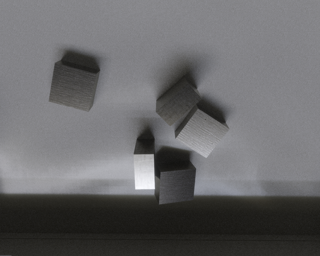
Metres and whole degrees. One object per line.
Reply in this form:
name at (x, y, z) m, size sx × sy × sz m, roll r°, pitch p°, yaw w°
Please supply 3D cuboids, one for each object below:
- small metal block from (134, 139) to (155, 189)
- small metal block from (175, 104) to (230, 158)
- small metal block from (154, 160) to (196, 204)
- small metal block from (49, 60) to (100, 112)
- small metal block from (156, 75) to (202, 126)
small metal block at (-0.020, 0.047, 0.415) m, size 0.025 × 0.050 × 0.050 m, roll -1°, pitch 110°, yaw 1°
small metal block at (0.055, 0.003, 0.413) m, size 0.050 × 0.025 × 0.050 m, roll 32°, pitch 107°, yaw -11°
small metal block at (0.021, 0.075, 0.433) m, size 0.050 × 0.025 × 0.050 m, roll -3°, pitch 111°, yaw -16°
small metal block at (-0.108, -0.053, 0.391) m, size 0.050 × 0.025 × 0.050 m, roll 15°, pitch 109°, yaw -6°
small metal block at (0.022, -0.035, 0.385) m, size 0.050 × 0.050 × 0.025 m, roll -41°, pitch 105°, yaw 14°
